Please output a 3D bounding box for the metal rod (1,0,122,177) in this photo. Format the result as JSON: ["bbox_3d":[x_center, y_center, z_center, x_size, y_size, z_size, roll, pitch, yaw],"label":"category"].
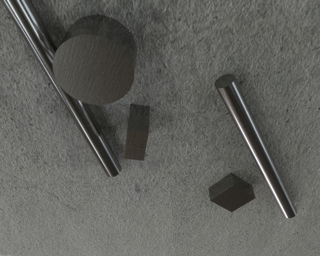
[{"bbox_3d":[-0.110,-0.046,0.366,0.025,0.025,0.299,-12,129,10],"label":"metal rod"}]

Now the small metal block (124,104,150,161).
[{"bbox_3d":[-0.029,0.005,0.395,0.025,0.050,0.050,7,130,-6],"label":"small metal block"}]

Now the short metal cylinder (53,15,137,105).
[{"bbox_3d":[-0.066,-0.071,0.329,0.081,0.050,0.079,0,130,0],"label":"short metal cylinder"}]

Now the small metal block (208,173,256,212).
[{"bbox_3d":[0.115,0.104,0.497,0.050,0.025,0.050,32,123,-25],"label":"small metal block"}]

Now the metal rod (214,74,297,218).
[{"bbox_3d":[0.149,0.044,0.446,0.025,0.025,0.300,-23,127,18],"label":"metal rod"}]
